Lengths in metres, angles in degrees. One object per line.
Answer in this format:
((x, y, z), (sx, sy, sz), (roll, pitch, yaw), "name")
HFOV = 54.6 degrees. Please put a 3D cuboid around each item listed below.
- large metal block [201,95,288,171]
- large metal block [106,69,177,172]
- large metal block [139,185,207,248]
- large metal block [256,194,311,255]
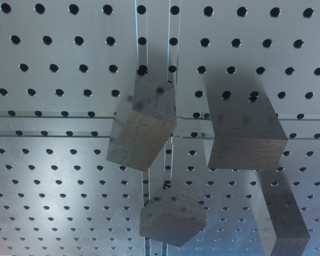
((0.097, 0.004, 0.380), (0.080, 0.080, 0.050), (3, 130, -3), "large metal block")
((-0.022, -0.009, 0.368), (0.050, 0.080, 0.080), (20, 127, -16), "large metal block")
((0.020, 0.151, 0.523), (0.080, 0.050, 0.080), (23, 126, -19), "large metal block")
((0.202, 0.169, 0.521), (0.050, 0.080, 0.080), (-2, 130, 1), "large metal block")
